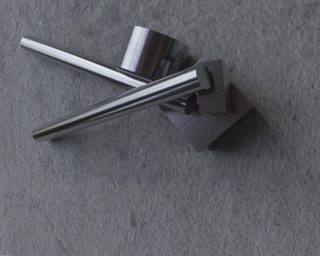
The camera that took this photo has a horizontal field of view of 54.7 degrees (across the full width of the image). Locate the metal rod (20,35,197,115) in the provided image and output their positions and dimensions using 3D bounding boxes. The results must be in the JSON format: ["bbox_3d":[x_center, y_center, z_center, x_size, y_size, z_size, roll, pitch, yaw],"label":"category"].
[{"bbox_3d":[-0.086,-0.079,0.409,0.300,0.025,0.025,24,98,29],"label":"metal rod"}]

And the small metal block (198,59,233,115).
[{"bbox_3d":[0.057,-0.040,0.320,0.025,0.050,0.050,-4,89,20],"label":"small metal block"}]

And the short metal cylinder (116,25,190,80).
[{"bbox_3d":[-0.009,-0.087,0.385,0.080,0.080,0.050,22,97,18],"label":"short metal cylinder"}]

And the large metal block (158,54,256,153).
[{"bbox_3d":[0.057,-0.027,0.375,0.080,0.050,0.080,-43,76,16],"label":"large metal block"}]

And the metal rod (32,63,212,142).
[{"bbox_3d":[-0.072,-0.019,0.378,0.300,0.025,0.025,-14,85,40],"label":"metal rod"}]
